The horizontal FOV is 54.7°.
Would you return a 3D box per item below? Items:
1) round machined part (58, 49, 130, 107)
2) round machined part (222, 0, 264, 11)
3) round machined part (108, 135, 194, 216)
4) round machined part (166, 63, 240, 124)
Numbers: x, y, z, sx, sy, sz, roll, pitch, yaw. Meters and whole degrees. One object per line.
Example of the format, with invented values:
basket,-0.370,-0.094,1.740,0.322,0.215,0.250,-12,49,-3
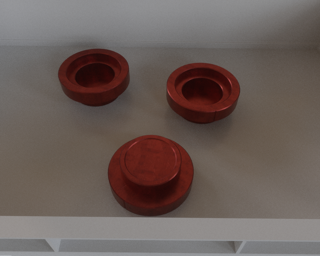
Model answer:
round machined part,-0.093,-0.069,0.451,0.099,0.042,0.098,0,50,0
round machined part,0.164,-0.274,0.629,0.099,0.042,0.098,0,50,0
round machined part,-0.010,0.047,0.355,0.099,0.042,0.098,0,50,0
round machined part,0.058,-0.044,0.432,0.099,0.042,0.098,0,50,0
